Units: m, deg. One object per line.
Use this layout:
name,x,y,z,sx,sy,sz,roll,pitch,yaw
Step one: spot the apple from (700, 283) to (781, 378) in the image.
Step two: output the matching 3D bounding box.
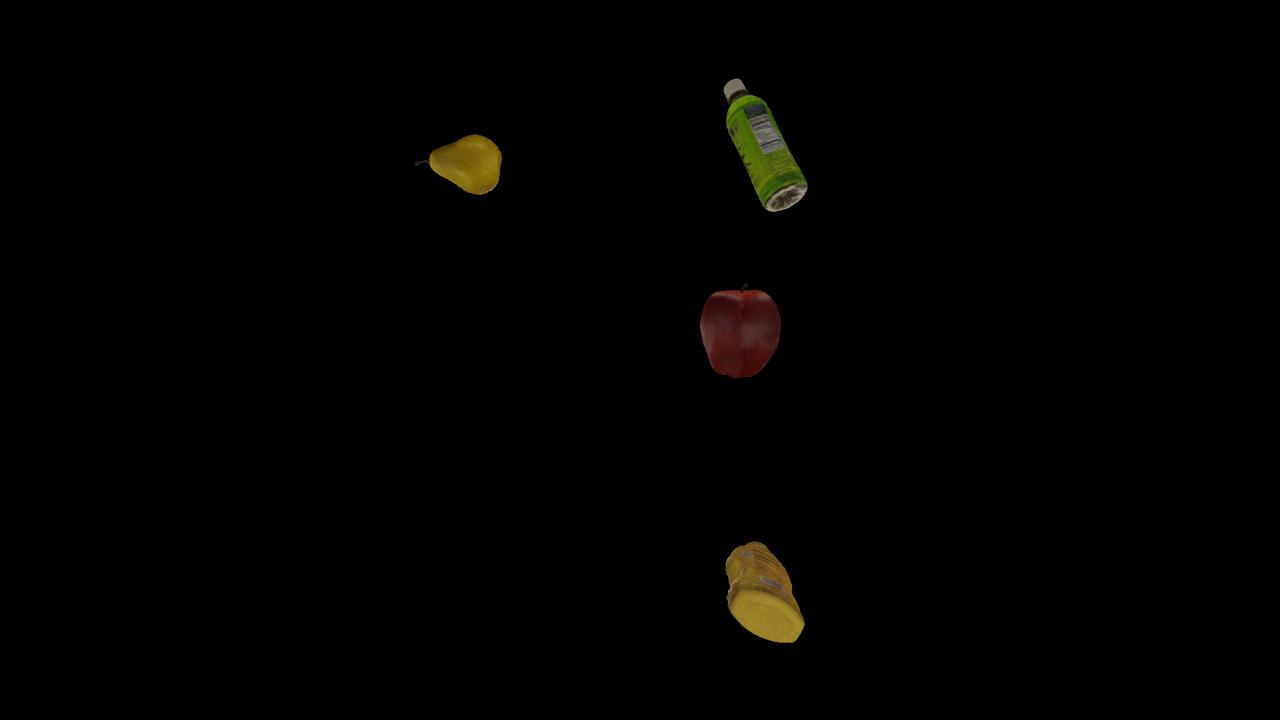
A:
apple,0.100,-0.030,0.613,0.079,0.093,0.079,2,11,0

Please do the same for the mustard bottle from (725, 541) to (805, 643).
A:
mustard bottle,0.155,0.284,0.797,0.092,0.054,0.184,21,10,2

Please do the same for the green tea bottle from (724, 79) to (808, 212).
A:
green tea bottle,0.177,-0.325,0.909,0.073,0.212,0.073,-17,-16,-5

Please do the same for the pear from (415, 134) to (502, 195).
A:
pear,-0.249,-0.274,0.847,0.111,0.080,0.080,8,-3,-20
